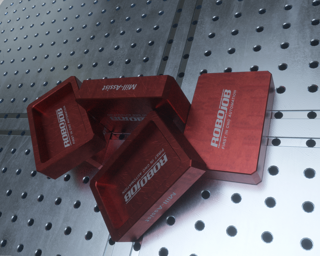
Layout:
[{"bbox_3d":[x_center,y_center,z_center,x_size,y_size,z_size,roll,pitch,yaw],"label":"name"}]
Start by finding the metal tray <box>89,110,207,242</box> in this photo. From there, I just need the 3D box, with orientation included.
[{"bbox_3d":[-0.020,0.055,0.356,0.130,0.030,0.090,-48,50,16],"label":"metal tray"}]

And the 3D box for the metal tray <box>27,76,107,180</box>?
[{"bbox_3d":[-0.135,-0.004,0.436,0.090,0.030,0.130,-32,52,6],"label":"metal tray"}]

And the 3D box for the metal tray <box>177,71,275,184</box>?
[{"bbox_3d":[0.079,-0.005,0.365,0.090,0.030,0.130,3,63,29],"label":"metal tray"}]

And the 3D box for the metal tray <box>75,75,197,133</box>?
[{"bbox_3d":[-0.029,-0.026,0.395,0.130,0.090,0.030,2,63,28],"label":"metal tray"}]

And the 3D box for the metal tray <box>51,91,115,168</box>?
[{"bbox_3d":[-0.116,-0.007,0.468,0.090,0.030,0.130,-1,62,27],"label":"metal tray"}]
